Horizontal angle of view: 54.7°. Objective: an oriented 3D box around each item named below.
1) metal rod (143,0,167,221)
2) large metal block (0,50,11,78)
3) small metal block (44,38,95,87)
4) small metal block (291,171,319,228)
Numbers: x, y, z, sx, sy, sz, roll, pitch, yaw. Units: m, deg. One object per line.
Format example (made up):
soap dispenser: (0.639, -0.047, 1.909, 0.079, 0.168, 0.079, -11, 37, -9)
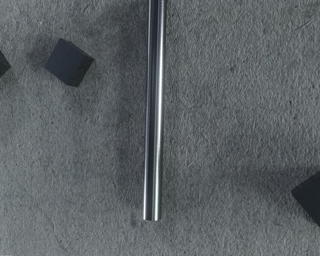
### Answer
metal rod: (-0.007, -0.030, 0.410, 0.025, 0.025, 0.298, 2, 91, 19)
large metal block: (-0.305, -0.107, 0.501, 0.080, 0.050, 0.080, -40, 78, 15)
small metal block: (-0.134, -0.095, 0.455, 0.050, 0.025, 0.050, 37, 101, 16)
small metal block: (0.184, 0.078, 0.344, 0.050, 0.025, 0.050, -41, 78, 15)
